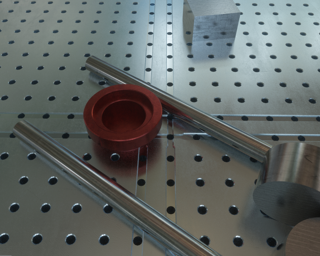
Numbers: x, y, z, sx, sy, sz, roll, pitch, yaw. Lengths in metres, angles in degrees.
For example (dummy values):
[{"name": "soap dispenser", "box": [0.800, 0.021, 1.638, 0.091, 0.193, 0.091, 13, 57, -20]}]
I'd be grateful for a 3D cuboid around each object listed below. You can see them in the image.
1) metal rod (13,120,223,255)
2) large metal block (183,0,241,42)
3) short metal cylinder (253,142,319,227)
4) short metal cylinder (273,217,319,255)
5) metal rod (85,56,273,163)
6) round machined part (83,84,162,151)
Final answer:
[{"name": "metal rod", "box": [-0.060, 0.069, 0.348, 0.300, 0.025, 0.025, 29, 56, 22]}, {"name": "large metal block", "box": [0.090, -0.205, 0.564, 0.081, 0.050, 0.080, -8, 51, -6]}, {"name": "short metal cylinder", "box": [0.143, 0.060, 0.322, 0.080, 0.080, 0.050, 20, 53, 16]}, {"name": "short metal cylinder", "box": [0.148, 0.130, 0.283, 0.080, 0.050, 0.080, 0, 50, 0]}, {"name": "metal rod", "box": [0.011, -0.035, 0.436, 0.300, 0.025, 0.025, 29, 56, 22]}, {"name": "round machined part", "box": [-0.046, -0.009, 0.404, 0.099, 0.042, 0.098, 0, 50, 0]}]
